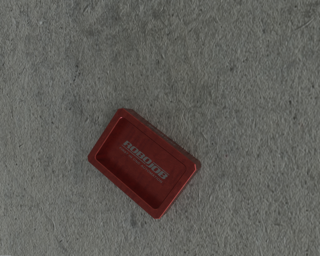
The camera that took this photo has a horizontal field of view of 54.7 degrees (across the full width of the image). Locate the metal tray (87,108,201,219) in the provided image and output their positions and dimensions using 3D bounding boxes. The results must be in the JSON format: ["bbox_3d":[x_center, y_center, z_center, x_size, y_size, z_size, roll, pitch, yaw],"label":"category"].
[{"bbox_3d":[-0.023,0.045,0.415,0.130,0.030,0.090,38,102,15],"label":"metal tray"}]
